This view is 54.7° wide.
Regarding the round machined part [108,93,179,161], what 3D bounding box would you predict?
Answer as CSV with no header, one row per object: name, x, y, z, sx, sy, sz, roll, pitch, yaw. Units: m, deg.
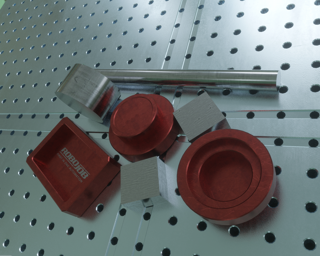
round machined part,-0.027,-0.007,0.415,0.098,0.042,0.098,-14,53,19

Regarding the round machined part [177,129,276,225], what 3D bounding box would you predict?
round machined part,0.071,0.053,0.327,0.098,0.042,0.098,-13,56,21

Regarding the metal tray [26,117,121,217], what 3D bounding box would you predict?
metal tray,-0.126,0.050,0.440,0.090,0.030,0.130,-50,51,-7

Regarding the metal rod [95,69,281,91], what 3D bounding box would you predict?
metal rod,0.013,-0.072,0.445,0.300,0.025,0.025,7,65,31

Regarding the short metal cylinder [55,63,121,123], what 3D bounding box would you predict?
short metal cylinder,-0.106,-0.050,0.460,0.080,0.080,0.050,19,72,35

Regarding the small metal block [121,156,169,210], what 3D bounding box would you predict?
small metal block,-0.020,0.068,0.377,0.050,0.025,0.050,-18,55,18

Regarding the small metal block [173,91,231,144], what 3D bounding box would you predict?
small metal block,0.051,-0.010,0.388,0.050,0.025,0.050,-33,51,6
